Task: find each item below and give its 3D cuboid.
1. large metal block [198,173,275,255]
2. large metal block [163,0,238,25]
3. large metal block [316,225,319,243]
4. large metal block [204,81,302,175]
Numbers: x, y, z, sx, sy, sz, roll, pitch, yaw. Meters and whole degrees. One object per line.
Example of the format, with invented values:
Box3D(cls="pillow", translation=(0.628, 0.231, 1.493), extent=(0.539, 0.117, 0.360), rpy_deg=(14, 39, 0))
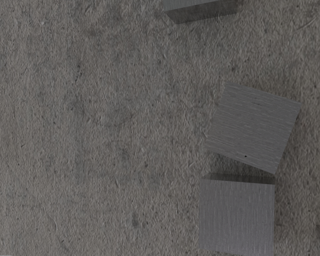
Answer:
Box3D(cls="large metal block", translation=(0.091, 0.098, 0.363), extent=(0.080, 0.050, 0.080), rpy_deg=(1, 91, 20))
Box3D(cls="large metal block", translation=(0.048, -0.181, 0.379), extent=(0.080, 0.050, 0.080), rpy_deg=(-4, 89, 20))
Box3D(cls="large metal block", translation=(0.217, 0.143, 0.319), extent=(0.080, 0.050, 0.080), rpy_deg=(-12, 86, 19))
Box3D(cls="large metal block", translation=(0.106, -0.002, 0.358), extent=(0.080, 0.050, 0.080), rpy_deg=(20, 97, 18))
